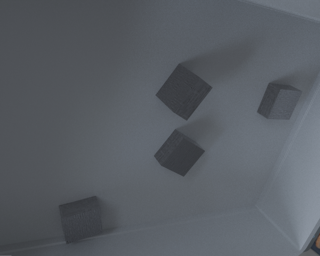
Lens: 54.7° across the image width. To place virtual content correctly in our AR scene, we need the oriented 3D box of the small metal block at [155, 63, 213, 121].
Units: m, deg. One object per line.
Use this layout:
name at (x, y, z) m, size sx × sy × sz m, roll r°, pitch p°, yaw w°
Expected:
small metal block at (0.028, -0.045, 0.382) m, size 0.025 × 0.050 × 0.050 m, roll 30°, pitch 102°, yaw -38°

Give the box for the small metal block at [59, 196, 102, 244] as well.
small metal block at (-0.109, 0.127, 0.429) m, size 0.050 × 0.025 × 0.050 m, roll -11°, pitch 124°, yaw -23°

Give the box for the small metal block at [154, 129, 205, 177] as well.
small metal block at (0.029, 0.037, 0.449) m, size 0.050 × 0.025 × 0.050 m, roll 31°, pitch 101°, yaw -39°

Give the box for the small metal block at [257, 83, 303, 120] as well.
small metal block at (0.189, -0.041, 0.489) m, size 0.050 × 0.025 × 0.050 m, roll 1°, pitch 118°, yaw -29°
